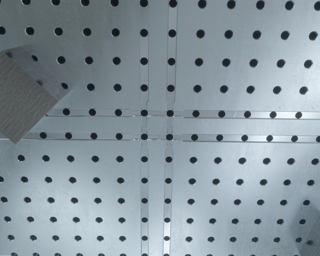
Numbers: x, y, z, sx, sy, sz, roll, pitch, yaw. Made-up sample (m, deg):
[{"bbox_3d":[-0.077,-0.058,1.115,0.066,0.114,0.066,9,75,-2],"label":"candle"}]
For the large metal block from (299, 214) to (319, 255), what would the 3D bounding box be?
[{"bbox_3d":[0.260,0.186,0.454,0.050,0.080,0.079,15,109,-5],"label":"large metal block"}]

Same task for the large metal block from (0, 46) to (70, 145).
[{"bbox_3d":[-0.175,-0.041,0.384,0.080,0.050,0.080,-42,105,14],"label":"large metal block"}]
